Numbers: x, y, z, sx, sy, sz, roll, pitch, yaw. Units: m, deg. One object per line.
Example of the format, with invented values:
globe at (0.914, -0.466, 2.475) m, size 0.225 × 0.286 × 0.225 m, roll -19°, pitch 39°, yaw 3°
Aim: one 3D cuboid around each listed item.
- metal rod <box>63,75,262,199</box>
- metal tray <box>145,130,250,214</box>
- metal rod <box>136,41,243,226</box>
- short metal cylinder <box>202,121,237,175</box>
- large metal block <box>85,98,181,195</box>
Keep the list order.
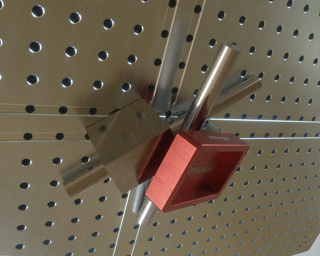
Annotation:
metal rod at (0.011, 0.007, 0.424) m, size 0.301 × 0.025 × 0.025 m, roll -30°, pitch 129°, yaw -10°
metal tray at (0.050, 0.050, 0.377) m, size 0.131 × 0.030 × 0.089 m, roll 5°, pitch 118°, yaw -52°
metal rod at (0.027, 0.028, 0.415) m, size 0.025 × 0.025 × 0.298 m, roll 4°, pitch 126°, yaw -31°
short metal cylinder at (0.066, 0.034, 0.453) m, size 0.081 × 0.050 × 0.079 m, roll -14°, pitch 125°, yaw -21°
large metal block at (-0.033, 0.019, 0.370) m, size 0.080 × 0.080 × 0.050 m, roll -30°, pitch 129°, yaw -10°
